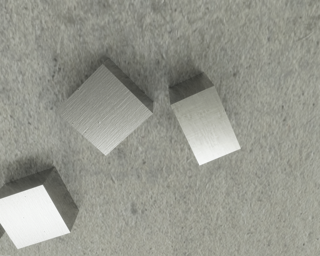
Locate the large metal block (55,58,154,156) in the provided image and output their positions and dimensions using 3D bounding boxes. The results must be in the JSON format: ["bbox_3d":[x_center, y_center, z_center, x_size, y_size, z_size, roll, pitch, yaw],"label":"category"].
[{"bbox_3d":[-0.065,-0.027,0.386,0.080,0.050,0.080,-42,105,13],"label":"large metal block"}]

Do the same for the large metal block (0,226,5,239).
[{"bbox_3d":[-0.284,0.140,0.444,0.080,0.050,0.080,-24,109,8],"label":"large metal block"}]

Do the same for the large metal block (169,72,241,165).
[{"bbox_3d":[0.051,-0.015,0.376,0.050,0.080,0.080,-24,109,8],"label":"large metal block"}]

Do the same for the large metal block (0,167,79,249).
[{"bbox_3d":[-0.174,0.111,0.435,0.080,0.050,0.080,-19,109,6],"label":"large metal block"}]
